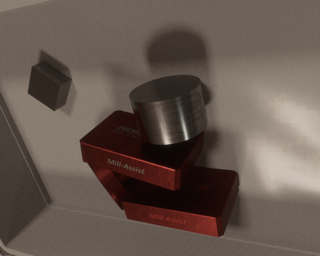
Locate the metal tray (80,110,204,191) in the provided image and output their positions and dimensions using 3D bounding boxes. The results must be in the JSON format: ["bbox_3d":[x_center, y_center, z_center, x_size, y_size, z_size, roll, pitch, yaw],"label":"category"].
[{"bbox_3d":[-0.021,0.022,0.389,0.130,0.090,0.030,14,124,20],"label":"metal tray"}]

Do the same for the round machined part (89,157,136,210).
[{"bbox_3d":[-0.065,0.067,0.450,0.098,0.042,0.098,51,168,16],"label":"round machined part"}]

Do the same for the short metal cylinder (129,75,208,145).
[{"bbox_3d":[0.010,-0.023,0.352,0.080,0.080,0.050,0,119,28],"label":"short metal cylinder"}]

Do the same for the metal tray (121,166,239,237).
[{"bbox_3d":[0.028,0.087,0.404,0.130,0.090,0.030,3,120,26],"label":"metal tray"}]

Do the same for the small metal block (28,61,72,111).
[{"bbox_3d":[-0.162,-0.061,0.454,0.050,0.025,0.050,34,129,5],"label":"small metal block"}]
